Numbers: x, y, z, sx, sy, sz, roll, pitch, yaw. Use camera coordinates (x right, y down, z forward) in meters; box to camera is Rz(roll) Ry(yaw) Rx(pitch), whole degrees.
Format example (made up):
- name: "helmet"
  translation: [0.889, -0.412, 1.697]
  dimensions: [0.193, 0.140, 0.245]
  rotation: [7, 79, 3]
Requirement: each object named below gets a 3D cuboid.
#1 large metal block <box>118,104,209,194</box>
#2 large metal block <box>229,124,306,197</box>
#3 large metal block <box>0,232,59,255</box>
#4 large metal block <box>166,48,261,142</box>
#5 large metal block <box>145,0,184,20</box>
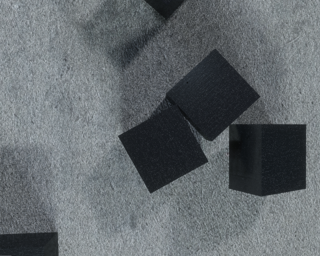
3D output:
- name: "large metal block"
  translation: [0.004, 0.025, 0.397]
  dimensions: [0.080, 0.050, 0.080]
  rotation: [-29, 90, 0]
- name: "large metal block"
  translation: [0.133, 0.035, 0.381]
  dimensions: [0.081, 0.050, 0.079]
  rotation: [0, 90, -32]
- name: "large metal block"
  translation: [-0.178, 0.183, 0.396]
  dimensions: [0.081, 0.050, 0.080]
  rotation: [-2, 90, 0]
- name: "large metal block"
  translation: [0.065, -0.040, 0.398]
  dimensions: [0.080, 0.050, 0.080]
  rotation: [-43, 90, 0]
- name: "large metal block"
  translation: [0.006, -0.203, 0.397]
  dimensions: [0.080, 0.050, 0.080]
  rotation: [41, 90, 0]
